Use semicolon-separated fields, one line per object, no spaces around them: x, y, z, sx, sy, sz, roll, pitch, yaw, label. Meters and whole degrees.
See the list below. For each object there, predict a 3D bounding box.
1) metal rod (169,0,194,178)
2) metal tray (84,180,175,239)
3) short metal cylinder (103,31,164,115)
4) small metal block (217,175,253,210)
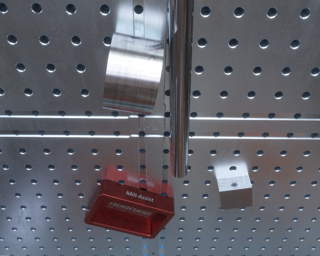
0.024;-0.047;0.371;0.025;0.025;0.298;-2;130;1;metal rod
-0.052;0.142;0.528;0.131;0.030;0.089;20;127;-17;metal tray
-0.029;-0.056;0.327;0.050;0.080;0.079;9;130;-8;short metal cylinder
0.122;0.106;0.504;0.050;0.025;0.050;-9;130;7;small metal block
